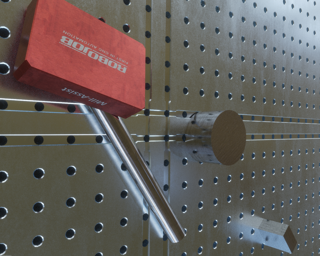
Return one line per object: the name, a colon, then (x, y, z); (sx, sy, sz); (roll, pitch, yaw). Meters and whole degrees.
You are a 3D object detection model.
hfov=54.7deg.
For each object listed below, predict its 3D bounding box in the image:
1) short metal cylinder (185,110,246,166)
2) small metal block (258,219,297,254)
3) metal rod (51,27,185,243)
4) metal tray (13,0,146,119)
short metal cylinder: (0.084, 0.014, 0.463); (0.081, 0.050, 0.080); (0, 90, -40)
small metal block: (0.219, 0.201, 0.576); (0.025, 0.050, 0.050); (-46, 118, -30)
metal rod: (-0.040, 0.025, 0.375); (0.025, 0.025, 0.299); (-41, 115, -32)
metal tray: (-0.074, -0.071, 0.324); (0.131, 0.030, 0.090); (20, 59, -39)
